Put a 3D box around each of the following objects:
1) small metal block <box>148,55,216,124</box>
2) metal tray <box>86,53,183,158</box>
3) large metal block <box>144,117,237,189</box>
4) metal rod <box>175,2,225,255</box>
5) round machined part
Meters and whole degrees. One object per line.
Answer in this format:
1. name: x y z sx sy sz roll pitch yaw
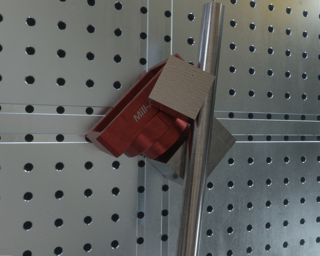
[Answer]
1. small metal block: 0.021 -0.039 0.317 0.050 0.025 0.050 26 79 0
2. metal tray: -0.027 -0.026 0.369 0.030 0.090 0.130 45 76 -15
3. large metal block: 0.036 0.027 0.395 0.050 0.080 0.080 45 76 -15
4. metal rod: 0.044 0.011 0.345 0.025 0.025 0.298 7 88 -20
5. round machined part: -0.005 -0.001 0.377 0.042 0.098 0.098 44 76 -15
